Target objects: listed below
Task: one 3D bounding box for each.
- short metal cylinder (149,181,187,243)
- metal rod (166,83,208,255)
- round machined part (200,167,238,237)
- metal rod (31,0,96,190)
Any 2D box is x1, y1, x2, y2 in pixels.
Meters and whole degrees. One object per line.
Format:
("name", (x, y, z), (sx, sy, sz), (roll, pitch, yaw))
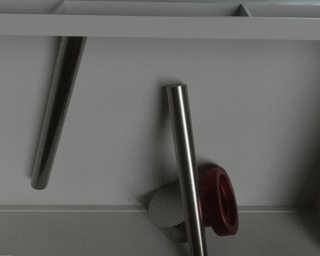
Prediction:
("short metal cylinder", (0.030, 0.131, 0.485), (0.080, 0.080, 0.050), (-21, 127, 16))
("metal rod", (0.041, 0.092, 0.407), (0.025, 0.025, 0.298), (-7, 105, 5))
("round machined part", (0.080, 0.109, 0.456), (0.042, 0.098, 0.098), (-16, 129, 23))
("metal rod", (-0.130, -0.020, 0.390), (0.025, 0.025, 0.298), (17, 128, -14))
